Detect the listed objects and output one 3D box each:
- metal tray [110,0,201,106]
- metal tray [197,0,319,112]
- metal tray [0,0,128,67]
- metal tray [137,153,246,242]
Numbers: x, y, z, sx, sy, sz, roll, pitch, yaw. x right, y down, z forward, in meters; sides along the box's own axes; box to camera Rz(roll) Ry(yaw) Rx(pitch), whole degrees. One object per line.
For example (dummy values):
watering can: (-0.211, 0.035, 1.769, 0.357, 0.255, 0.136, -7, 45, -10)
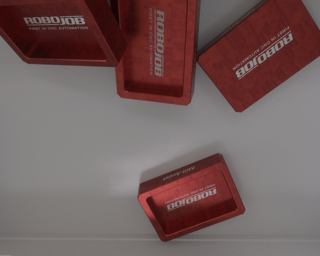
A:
metal tray: (-0.005, -0.093, 0.348, 0.090, 0.030, 0.129, 8, 124, 11)
metal tray: (0.120, -0.092, 0.376, 0.130, 0.030, 0.090, -37, 106, 12)
metal tray: (-0.109, -0.106, 0.318, 0.130, 0.030, 0.090, 6, 150, 22)
metal tray: (0.045, 0.102, 0.446, 0.130, 0.030, 0.090, -23, 109, 8)
